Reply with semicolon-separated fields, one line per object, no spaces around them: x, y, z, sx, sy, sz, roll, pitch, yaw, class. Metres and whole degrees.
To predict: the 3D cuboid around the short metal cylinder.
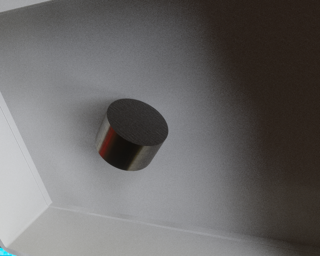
-0.036;0.008;0.396;0.080;0.080;0.050;35;129;5;short metal cylinder
